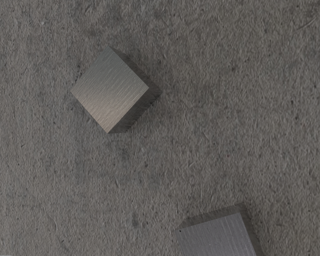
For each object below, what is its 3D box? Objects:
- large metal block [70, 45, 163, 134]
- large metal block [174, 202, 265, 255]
[{"bbox_3d":[-0.058,-0.049,0.416,0.080,0.050,0.080,-46,76,14],"label":"large metal block"},{"bbox_3d":[0.074,0.143,0.369,0.080,0.050,0.080,-22,83,18],"label":"large metal block"}]
